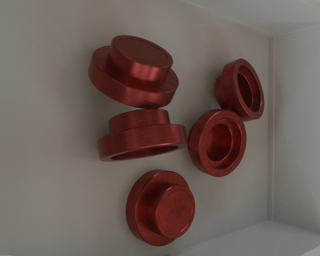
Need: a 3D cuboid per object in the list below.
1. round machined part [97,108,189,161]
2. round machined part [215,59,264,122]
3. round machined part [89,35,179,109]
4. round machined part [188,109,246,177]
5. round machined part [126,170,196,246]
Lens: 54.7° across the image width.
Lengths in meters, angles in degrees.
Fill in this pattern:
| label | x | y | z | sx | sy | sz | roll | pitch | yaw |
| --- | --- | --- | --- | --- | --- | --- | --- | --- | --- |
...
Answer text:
| label | x | y | z | sx | sy | sz | roll | pitch | yaw |
| --- | --- | --- | --- | --- | --- | --- | --- | --- | --- |
| round machined part | -0.021 | 0.008 | 0.346 | 0.099 | 0.098 | 0.042 | -1 | 76 | -40 |
| round machined part | 0.124 | -0.057 | 0.492 | 0.099 | 0.042 | 0.098 | 19 | 64 | -44 |
| round machined part | -0.025 | -0.067 | 0.338 | 0.099 | 0.098 | 0.042 | -9 | 136 | -40 |
| round machined part | 0.080 | 0.020 | 0.460 | 0.099 | 0.042 | 0.097 | -6 | 100 | -35 |
| round machined part | 0.008 | 0.105 | 0.405 | 0.099 | 0.042 | 0.097 | 0 | 90 | -40 |
